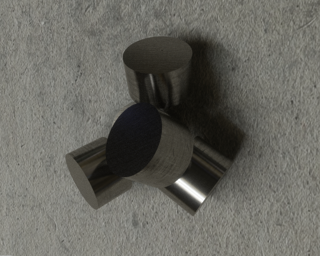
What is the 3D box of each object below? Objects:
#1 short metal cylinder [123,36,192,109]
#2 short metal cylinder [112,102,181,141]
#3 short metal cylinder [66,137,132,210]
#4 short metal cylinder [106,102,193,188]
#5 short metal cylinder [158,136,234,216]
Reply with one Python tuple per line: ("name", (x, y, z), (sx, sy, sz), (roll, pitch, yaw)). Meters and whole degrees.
("short metal cylinder", (-0.001, -0.068, 0.375), (0.080, 0.080, 0.050), (15, 138, 19))
("short metal cylinder", (-0.015, 0.006, 0.402), (0.080, 0.050, 0.080), (0, 89, 19))
("short metal cylinder", (-0.080, 0.058, 0.403), (0.080, 0.050, 0.079), (38, 144, 36))
("short metal cylinder", (-0.012, 0.019, 0.330), (0.080, 0.050, 0.080), (-21, 56, 36))
("short metal cylinder", (0.043, 0.056, 0.366), (0.050, 0.080, 0.080), (36, 102, 16))
